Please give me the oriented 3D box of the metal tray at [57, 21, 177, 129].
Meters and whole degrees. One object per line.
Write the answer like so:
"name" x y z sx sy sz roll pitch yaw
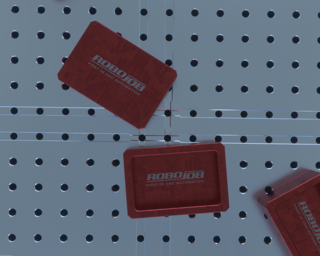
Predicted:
"metal tray" -0.054 -0.068 0.410 0.130 0.030 0.090 32 90 -1

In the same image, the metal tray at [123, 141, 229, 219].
"metal tray" 0.021 0.067 0.411 0.131 0.030 0.089 -4 90 -1

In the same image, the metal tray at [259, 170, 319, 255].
"metal tray" 0.204 0.134 0.413 0.090 0.030 0.130 -29 90 -1
